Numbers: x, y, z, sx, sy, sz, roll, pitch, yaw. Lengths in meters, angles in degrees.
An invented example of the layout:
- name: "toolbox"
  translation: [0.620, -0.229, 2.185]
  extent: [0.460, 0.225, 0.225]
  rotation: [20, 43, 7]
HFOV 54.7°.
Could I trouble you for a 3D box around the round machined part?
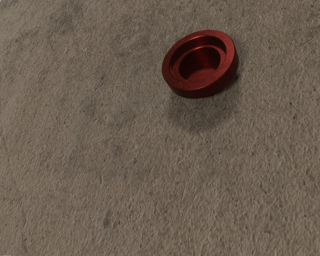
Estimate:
- name: "round machined part"
  translation: [0.055, -0.079, 0.411]
  extent: [0.098, 0.042, 0.098]
  rotation: [-13, 56, 20]
